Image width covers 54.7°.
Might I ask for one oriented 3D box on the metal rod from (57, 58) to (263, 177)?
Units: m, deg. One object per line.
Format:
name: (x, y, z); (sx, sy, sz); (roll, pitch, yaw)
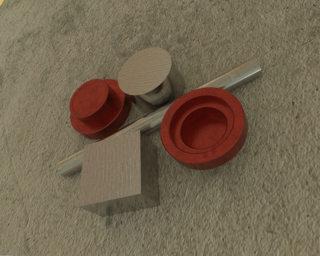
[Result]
metal rod: (-0.008, -0.009, 0.416); (0.300, 0.025, 0.025); (-28, 52, 10)

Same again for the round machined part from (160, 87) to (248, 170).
round machined part: (0.054, 0.004, 0.363); (0.098, 0.042, 0.098); (-13, 56, 21)

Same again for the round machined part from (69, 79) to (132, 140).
round machined part: (-0.096, -0.035, 0.466); (0.098, 0.042, 0.098); (-13, 56, 21)

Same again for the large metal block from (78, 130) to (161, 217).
large metal block: (-0.048, 0.057, 0.380); (0.080, 0.050, 0.080); (-16, 55, 19)

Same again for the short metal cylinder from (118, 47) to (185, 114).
short metal cylinder: (-0.011, -0.066, 0.435); (0.080, 0.050, 0.080); (-13, 56, 21)
